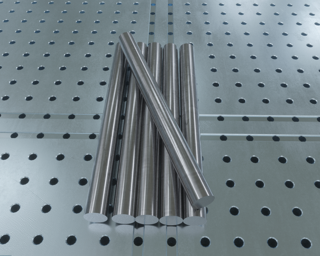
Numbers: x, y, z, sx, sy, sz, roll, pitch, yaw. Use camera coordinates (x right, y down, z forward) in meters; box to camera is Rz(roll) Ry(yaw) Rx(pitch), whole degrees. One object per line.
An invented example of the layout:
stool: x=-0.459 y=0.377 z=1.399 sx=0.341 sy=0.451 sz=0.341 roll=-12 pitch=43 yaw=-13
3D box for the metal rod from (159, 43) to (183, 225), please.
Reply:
metal rod: x=0.015 y=-0.017 z=0.423 sx=0.025 sy=0.025 sz=0.300 roll=1 pitch=50 yaw=1

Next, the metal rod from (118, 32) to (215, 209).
metal rod: x=-0.005 y=-0.033 z=0.403 sx=0.025 sy=0.025 sz=0.300 roll=-15 pitch=52 yaw=-12

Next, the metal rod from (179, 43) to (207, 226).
metal rod: x=0.041 y=-0.017 z=0.423 sx=0.025 sy=0.025 sz=0.300 roll=1 pitch=50 yaw=1

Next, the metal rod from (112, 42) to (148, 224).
metal rod: x=-0.035 y=-0.019 z=0.422 sx=0.025 sy=0.025 sz=0.300 roll=1 pitch=50 yaw=1

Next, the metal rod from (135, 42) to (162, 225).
metal rod: x=-0.011 y=-0.018 z=0.422 sx=0.025 sy=0.025 sz=0.300 roll=1 pitch=50 yaw=1

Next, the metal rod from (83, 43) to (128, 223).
metal rod: x=-0.065 y=-0.020 z=0.423 sx=0.025 sy=0.025 sz=0.300 roll=1 pitch=50 yaw=1
